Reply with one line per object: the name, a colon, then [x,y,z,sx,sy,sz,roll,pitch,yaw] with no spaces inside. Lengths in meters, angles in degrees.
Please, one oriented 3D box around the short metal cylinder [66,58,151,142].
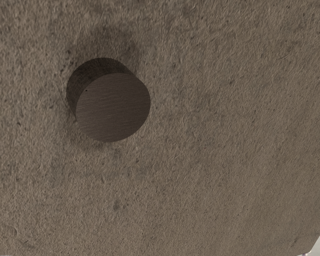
short metal cylinder: [-0.057,-0.031,0.341,0.081,0.050,0.079,-14,125,-21]
